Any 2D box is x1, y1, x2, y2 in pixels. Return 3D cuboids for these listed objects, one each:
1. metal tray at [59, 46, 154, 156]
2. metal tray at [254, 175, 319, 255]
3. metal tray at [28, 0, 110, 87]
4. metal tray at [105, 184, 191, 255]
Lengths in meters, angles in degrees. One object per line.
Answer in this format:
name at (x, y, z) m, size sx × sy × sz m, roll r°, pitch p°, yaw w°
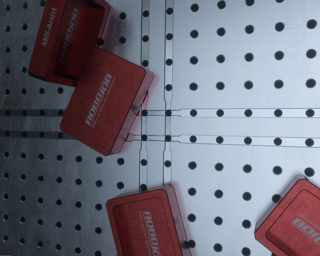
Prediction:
metal tray at (-0.076, -0.037, 0.436) m, size 0.090 × 0.030 × 0.129 m, roll 28°, pitch 99°, yaw 17°
metal tray at (0.185, 0.126, 0.344) m, size 0.130 × 0.030 × 0.090 m, roll 37°, pitch 102°, yaw 15°
metal tray at (-0.119, -0.123, 0.418) m, size 0.030 × 0.090 × 0.129 m, roll 20°, pitch 97°, yaw 19°
metal tray at (-0.013, 0.149, 0.413) m, size 0.090 × 0.030 × 0.129 m, roll -16°, pitch 85°, yaw 19°
